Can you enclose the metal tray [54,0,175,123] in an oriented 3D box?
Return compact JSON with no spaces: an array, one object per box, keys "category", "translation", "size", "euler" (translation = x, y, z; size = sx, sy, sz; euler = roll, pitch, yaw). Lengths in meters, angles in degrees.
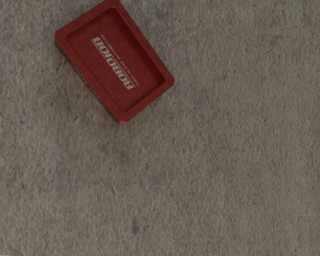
[{"category":"metal tray","translation":[-0.054,-0.082,0.385],"size":[0.090,0.030,0.130],"euler":[-40,103,-16]}]
